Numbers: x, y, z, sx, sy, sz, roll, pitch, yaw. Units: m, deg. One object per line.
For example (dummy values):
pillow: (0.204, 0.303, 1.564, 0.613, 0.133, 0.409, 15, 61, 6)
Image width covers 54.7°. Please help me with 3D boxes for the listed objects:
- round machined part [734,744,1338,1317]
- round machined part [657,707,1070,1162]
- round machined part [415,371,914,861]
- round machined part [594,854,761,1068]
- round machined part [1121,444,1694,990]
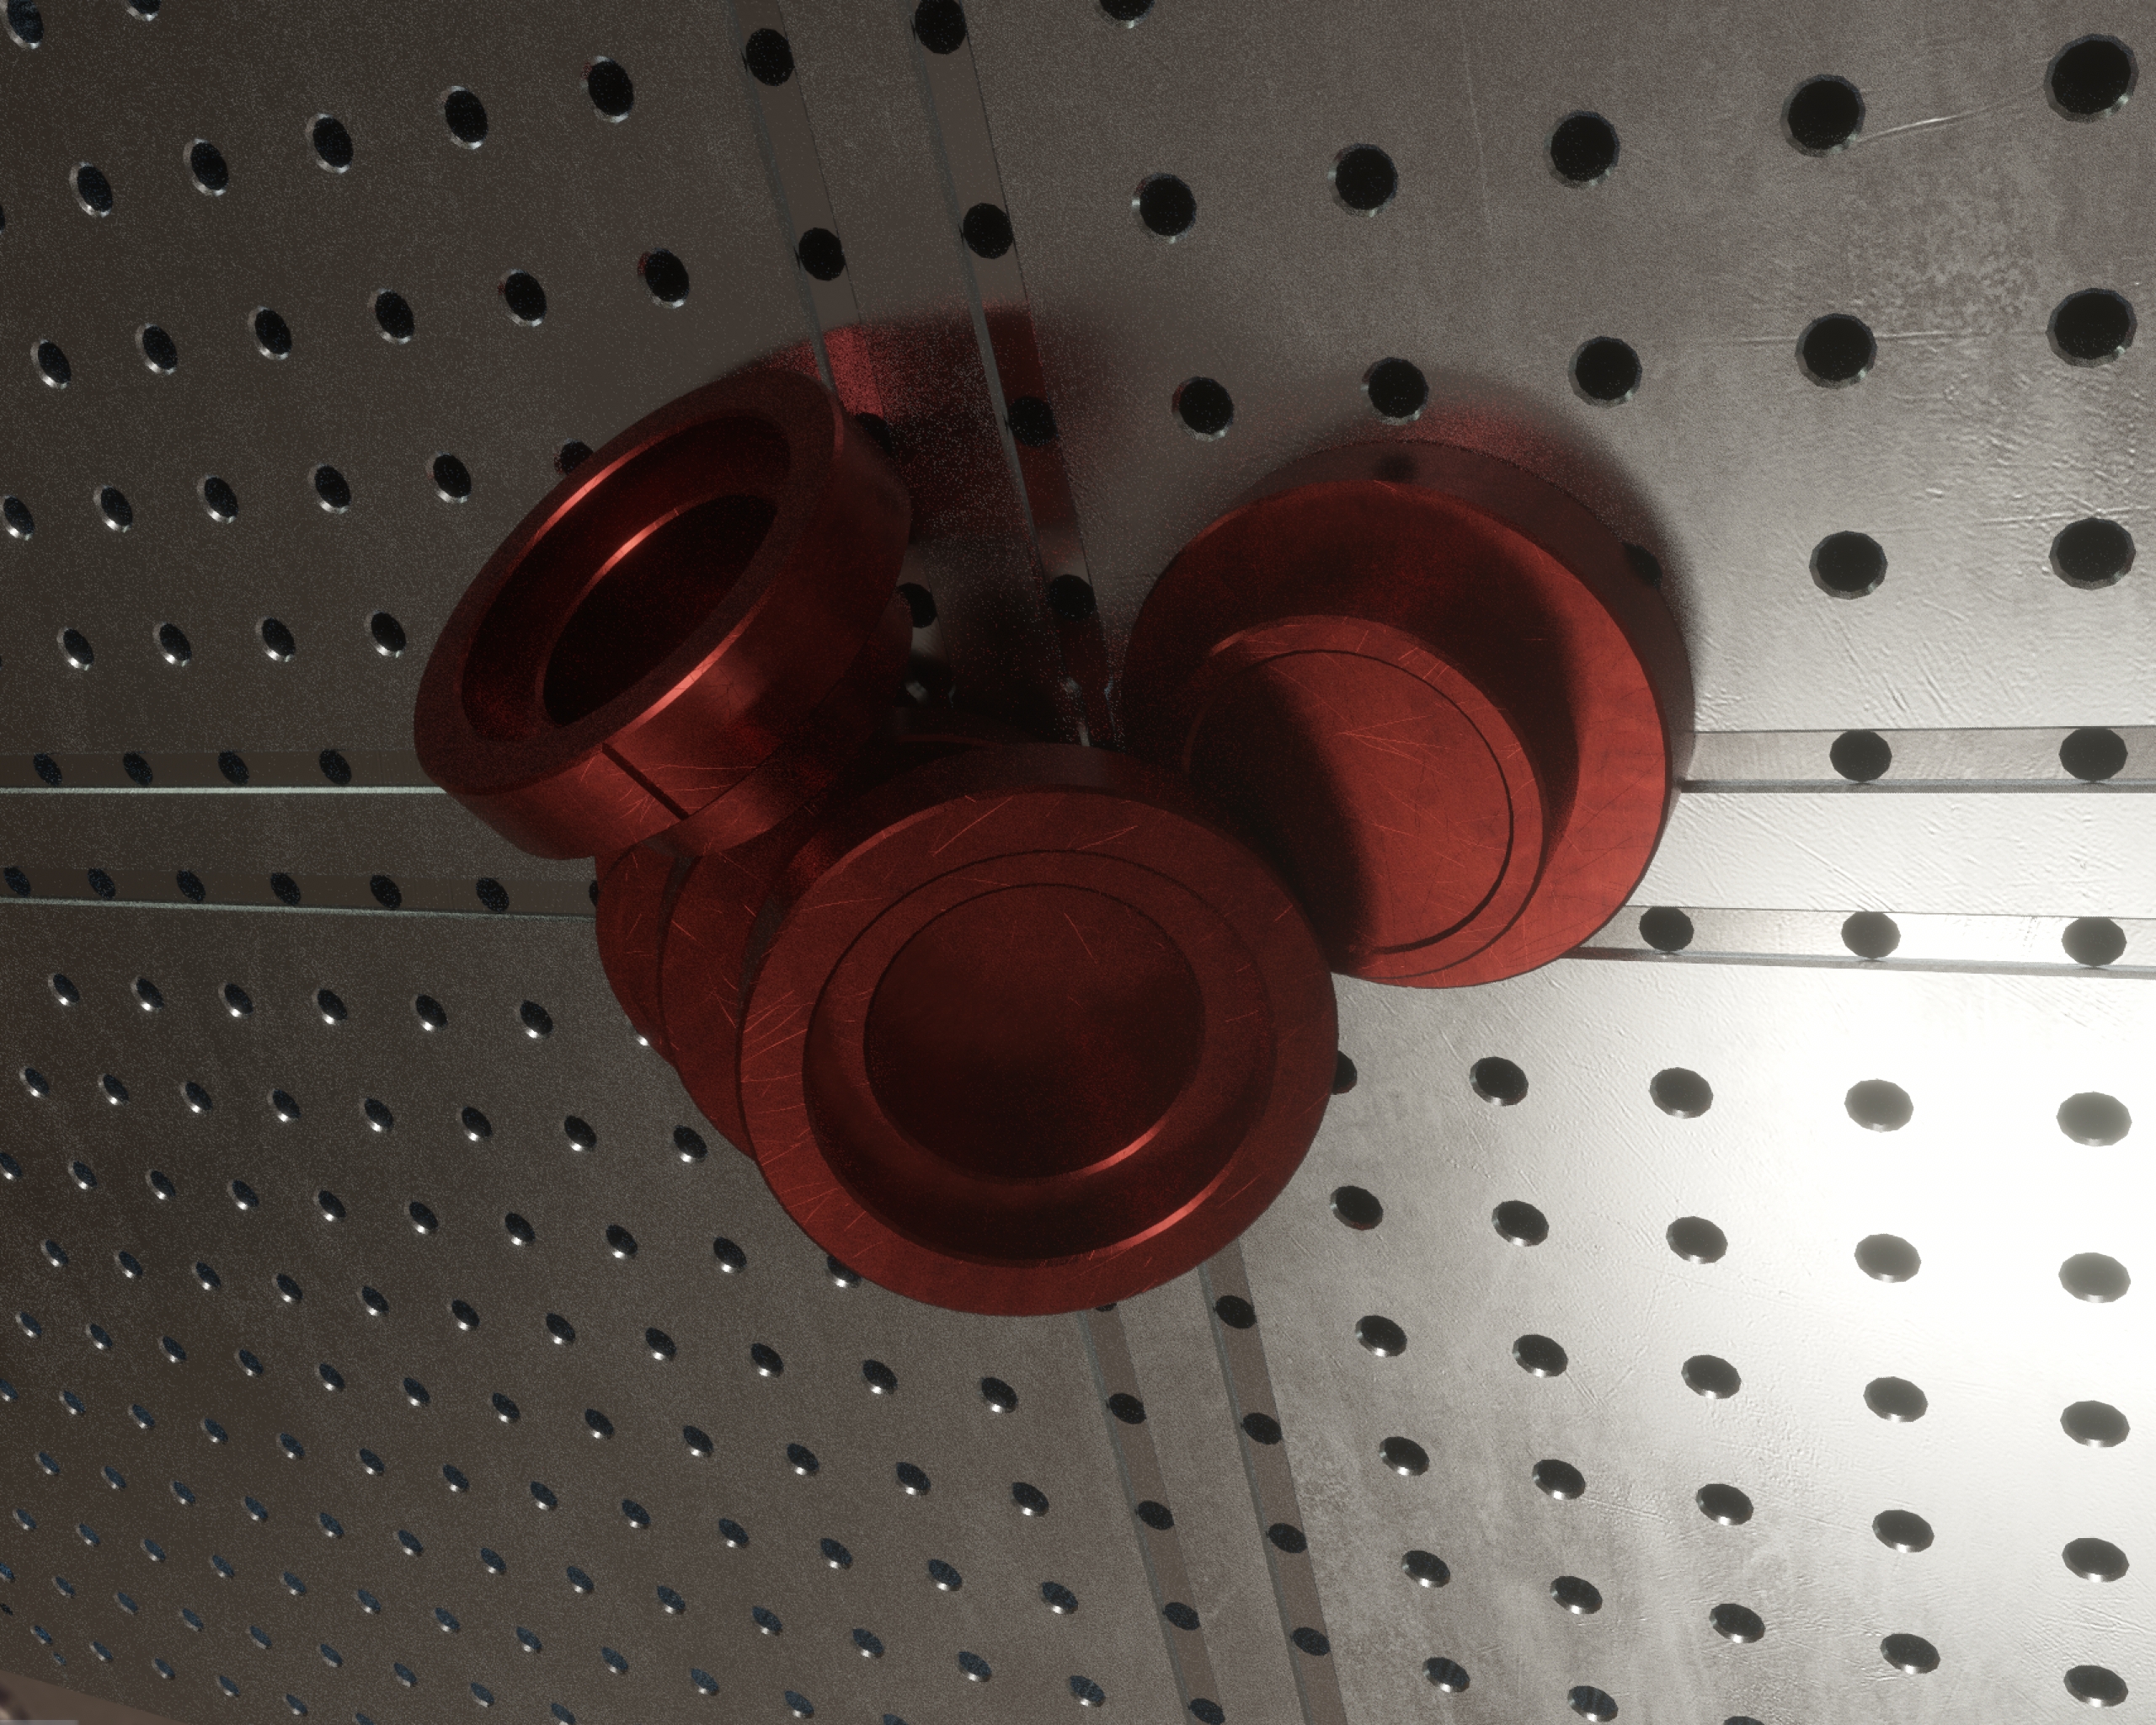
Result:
round machined part: (-0.009, 0.025, 0.357, 0.099, 0.042, 0.097, -3, 113, -7)
round machined part: (-0.030, 0.023, 0.398, 0.099, 0.042, 0.097, -4, 110, -10)
round machined part: (-0.069, -0.040, 0.381, 0.098, 0.098, 0.042, -13, 137, 33)
round machined part: (-0.061, 0.014, 0.440, 0.098, 0.042, 0.097, 13, 124, 20)
round machined part: (0.052, -0.019, 0.360, 0.098, 0.042, 0.097, 13, 124, 20)
